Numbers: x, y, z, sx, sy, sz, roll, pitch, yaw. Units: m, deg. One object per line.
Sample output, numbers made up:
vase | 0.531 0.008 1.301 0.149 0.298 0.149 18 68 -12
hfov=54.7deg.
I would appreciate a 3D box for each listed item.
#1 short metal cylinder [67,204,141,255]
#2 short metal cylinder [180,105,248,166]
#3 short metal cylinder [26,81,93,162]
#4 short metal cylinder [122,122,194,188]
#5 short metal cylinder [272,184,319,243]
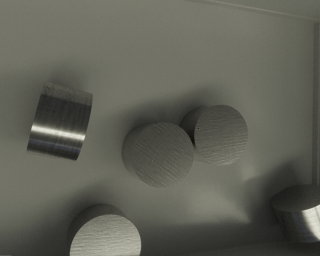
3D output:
short metal cylinder | -0.069 0.137 0.373 0.081 0.050 0.079 0 90 -21
short metal cylinder | 0.072 0.009 0.425 0.081 0.050 0.079 0 90 -21
short metal cylinder | -0.110 -0.006 0.341 0.050 0.080 0.080 15 85 -20
short metal cylinder | -0.004 0.032 0.397 0.081 0.050 0.079 0 90 -21
short metal cylinder | 0.216 0.126 0.463 0.081 0.080 0.050 -24 98 -19
